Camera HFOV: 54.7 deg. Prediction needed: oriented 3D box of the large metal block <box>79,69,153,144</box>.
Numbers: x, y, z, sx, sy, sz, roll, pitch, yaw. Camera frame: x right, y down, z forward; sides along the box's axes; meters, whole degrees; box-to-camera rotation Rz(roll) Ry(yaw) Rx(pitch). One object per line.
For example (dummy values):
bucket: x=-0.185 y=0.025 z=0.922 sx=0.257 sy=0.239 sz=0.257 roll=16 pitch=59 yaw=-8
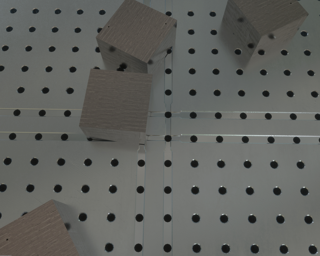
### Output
large metal block: x=-0.053 y=-0.027 z=0.408 sx=0.080 sy=0.050 sz=0.080 roll=6 pitch=70 yaw=1

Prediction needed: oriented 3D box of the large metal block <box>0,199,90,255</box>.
large metal block: x=-0.133 y=0.138 z=0.346 sx=0.080 sy=0.050 sz=0.080 roll=-30 pitch=73 yaw=-11

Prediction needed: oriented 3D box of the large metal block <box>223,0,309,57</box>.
large metal block: x=0.154 y=-0.166 z=0.461 sx=0.080 sy=0.050 sz=0.080 roll=-27 pitch=73 yaw=-10

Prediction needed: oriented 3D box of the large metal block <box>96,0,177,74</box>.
large metal block: x=-0.031 y=-0.127 z=0.445 sx=0.080 sy=0.050 sz=0.080 roll=29 pitch=72 yaw=9
